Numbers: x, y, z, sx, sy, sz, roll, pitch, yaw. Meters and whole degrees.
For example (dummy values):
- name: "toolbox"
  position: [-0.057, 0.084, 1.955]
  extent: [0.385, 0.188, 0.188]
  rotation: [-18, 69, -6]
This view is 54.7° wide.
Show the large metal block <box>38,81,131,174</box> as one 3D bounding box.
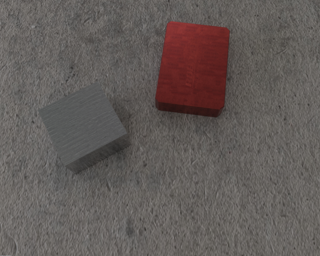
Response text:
- name: "large metal block"
  position: [-0.093, 0.001, 0.394]
  extent: [0.080, 0.050, 0.080]
  rotation: [-28, 73, -10]

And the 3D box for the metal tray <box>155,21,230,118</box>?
- name: "metal tray"
  position: [0.047, -0.084, 0.437]
  extent: [0.091, 0.030, 0.130]
  rotation: [7, 70, 2]
